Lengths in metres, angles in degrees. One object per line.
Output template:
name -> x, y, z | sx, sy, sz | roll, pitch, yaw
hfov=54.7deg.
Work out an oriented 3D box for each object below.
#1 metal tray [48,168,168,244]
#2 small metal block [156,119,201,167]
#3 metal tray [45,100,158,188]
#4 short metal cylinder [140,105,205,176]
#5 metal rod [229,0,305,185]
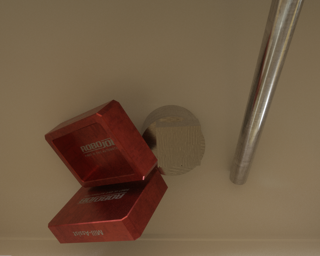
metal tray -> -0.064, 0.097, 0.386 | 0.130, 0.090, 0.030 | -15, 112, 32
small metal block -> 0.021, 0.017, 0.365 | 0.050, 0.025, 0.050 | -2, 110, 0
metal tray -> -0.076, 0.025, 0.378 | 0.130, 0.030, 0.090 | -17, 113, 43
short metal cylinder -> 0.015, 0.015, 0.404 | 0.081, 0.050, 0.079 | 0, 110, -1
metal rod -> 0.109, -0.033, 0.334 | 0.025, 0.025, 0.298 | -2, 136, 0
